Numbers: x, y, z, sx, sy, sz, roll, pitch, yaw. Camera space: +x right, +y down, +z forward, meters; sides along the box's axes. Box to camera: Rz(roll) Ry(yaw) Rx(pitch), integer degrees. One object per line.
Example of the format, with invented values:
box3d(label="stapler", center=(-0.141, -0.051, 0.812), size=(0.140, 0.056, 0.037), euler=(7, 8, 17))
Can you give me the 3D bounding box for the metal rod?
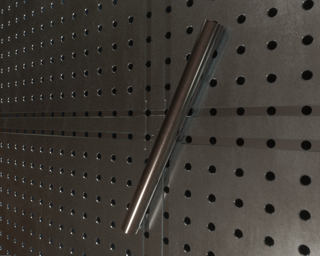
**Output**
box3d(label="metal rod", center=(0.010, 0.012, 0.399), size=(0.025, 0.025, 0.298), euler=(34, 111, 34))
